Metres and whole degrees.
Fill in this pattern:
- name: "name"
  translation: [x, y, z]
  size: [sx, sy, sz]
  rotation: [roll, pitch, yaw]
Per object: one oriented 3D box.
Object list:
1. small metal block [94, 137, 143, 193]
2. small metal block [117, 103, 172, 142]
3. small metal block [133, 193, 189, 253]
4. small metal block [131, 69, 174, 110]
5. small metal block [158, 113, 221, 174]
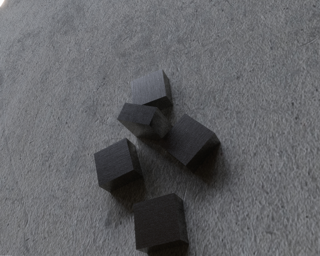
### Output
- name: "small metal block"
  translation: [-0.055, 0.048, 0.403]
  size: [0.050, 0.025, 0.050]
  rotation: [-27, 52, 11]
- name: "small metal block"
  translation: [-0.018, -0.006, 0.401]
  size: [0.050, 0.050, 0.025]
  rotation: [10, 67, 32]
- name: "small metal block"
  translation: [0.000, 0.105, 0.340]
  size: [0.050, 0.025, 0.050]
  rotation: [-19, 54, 17]
- name: "small metal block"
  translation: [-0.012, -0.050, 0.441]
  size: [0.050, 0.025, 0.050]
  rotation: [-19, 54, 17]
- name: "small metal block"
  translation: [0.035, 0.018, 0.375]
  size: [0.050, 0.025, 0.050]
  rotation: [-48, 51, -6]
